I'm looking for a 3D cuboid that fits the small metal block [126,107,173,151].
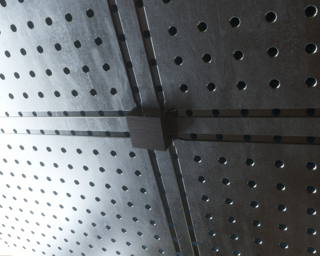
[{"bbox_3d":[-0.014,0.001,0.417,0.050,0.025,0.050,5,121,25],"label":"small metal block"}]
